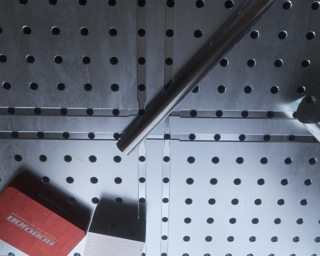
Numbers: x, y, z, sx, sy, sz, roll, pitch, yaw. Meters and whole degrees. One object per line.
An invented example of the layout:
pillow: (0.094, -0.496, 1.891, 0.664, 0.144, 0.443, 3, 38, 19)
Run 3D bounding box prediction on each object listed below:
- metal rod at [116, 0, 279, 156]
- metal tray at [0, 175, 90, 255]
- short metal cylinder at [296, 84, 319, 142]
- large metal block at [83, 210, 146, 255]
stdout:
metal rod: (0.051, -0.076, 0.386, 0.025, 0.025, 0.299, 40, 105, -14)
metal tray: (-0.184, 0.142, 0.460, 0.130, 0.030, 0.090, 38, 105, -13)
short metal cylinder: (0.219, -0.020, 0.380, 0.050, 0.080, 0.080, 41, 105, -14)
large metal block: (-0.070, 0.179, 0.465, 0.081, 0.050, 0.079, 13, 110, -5)
